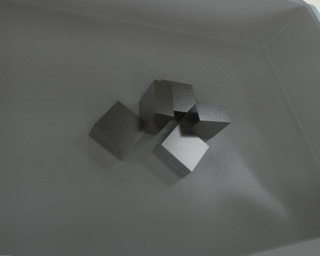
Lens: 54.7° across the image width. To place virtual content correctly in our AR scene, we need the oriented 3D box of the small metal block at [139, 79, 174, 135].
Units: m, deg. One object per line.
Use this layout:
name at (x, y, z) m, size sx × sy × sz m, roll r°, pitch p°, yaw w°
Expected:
small metal block at (-0.006, -0.026, 0.401) m, size 0.025 × 0.050 × 0.050 m, roll 12°, pitch 57°, yaw -22°

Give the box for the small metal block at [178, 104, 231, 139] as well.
small metal block at (0.060, -0.008, 0.426) m, size 0.050 × 0.050 × 0.025 m, roll 3°, pitch 61°, yaw -27°

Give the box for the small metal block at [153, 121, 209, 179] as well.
small metal block at (0.028, 0.028, 0.402) m, size 0.050 × 0.025 × 0.050 m, roll 42°, pitch 51°, yaw 0°

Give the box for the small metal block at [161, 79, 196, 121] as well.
small metal block at (0.023, -0.038, 0.440) m, size 0.050 × 0.025 × 0.050 m, roll 6°, pitch 59°, yaw -25°

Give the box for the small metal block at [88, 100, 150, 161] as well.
small metal block at (-0.049, 0.003, 0.376) m, size 0.050 × 0.025 × 0.050 m, roll 39°, pitch 51°, yaw -3°
